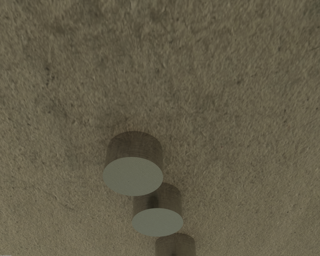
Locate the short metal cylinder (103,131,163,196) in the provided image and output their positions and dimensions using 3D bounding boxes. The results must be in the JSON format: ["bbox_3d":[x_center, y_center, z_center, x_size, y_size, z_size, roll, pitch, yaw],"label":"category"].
[{"bbox_3d":[-0.036,0.050,0.433,0.081,0.050,0.079,0,130,0],"label":"short metal cylinder"}]

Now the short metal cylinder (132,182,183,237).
[{"bbox_3d":[-0.004,0.133,0.504,0.081,0.050,0.079,0,130,0],"label":"short metal cylinder"}]

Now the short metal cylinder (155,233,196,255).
[{"bbox_3d":[0.031,0.249,0.604,0.081,0.050,0.079,0,130,0],"label":"short metal cylinder"}]
